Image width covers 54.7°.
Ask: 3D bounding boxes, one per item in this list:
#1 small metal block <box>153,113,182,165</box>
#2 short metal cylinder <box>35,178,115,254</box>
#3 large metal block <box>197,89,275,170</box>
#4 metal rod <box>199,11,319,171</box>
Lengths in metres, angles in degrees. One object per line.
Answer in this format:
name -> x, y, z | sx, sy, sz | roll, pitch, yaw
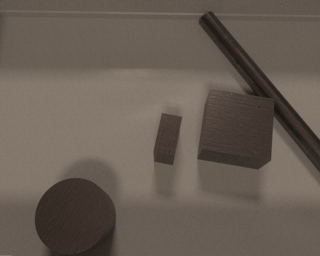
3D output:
small metal block -> 0.010, 0.015, 0.391 | 0.025, 0.050, 0.050 | 11, 70, 4
short metal cylinder -> -0.095, 0.102, 0.358 | 0.081, 0.050, 0.080 | 0, 70, 0
large metal block -> 0.096, 0.003, 0.397 | 0.080, 0.050, 0.080 | 10, 70, 3
metal rod -> 0.150, -0.048, 0.429 | 0.025, 0.025, 0.299 | -31, 73, -11
